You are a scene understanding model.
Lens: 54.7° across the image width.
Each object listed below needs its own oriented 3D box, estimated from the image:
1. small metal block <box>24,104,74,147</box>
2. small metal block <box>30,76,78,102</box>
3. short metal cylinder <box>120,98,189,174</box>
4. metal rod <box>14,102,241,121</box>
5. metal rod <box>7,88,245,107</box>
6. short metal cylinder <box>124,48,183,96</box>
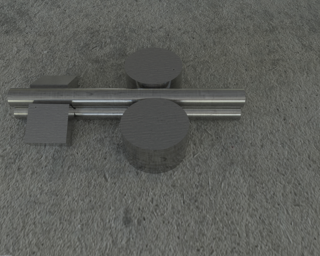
[{"bbox_3d":[-0.139,-0.003,0.393,0.050,0.025,0.050,1,77,0],"label":"small metal block"},{"bbox_3d":[-0.147,-0.056,0.438,0.050,0.025,0.050,0,23,0],"label":"small metal block"},{"bbox_3d":[-0.006,0.009,0.380,0.081,0.050,0.080,0,50,0],"label":"short metal cylinder"},{"bbox_3d":[-0.043,-0.023,0.424,0.302,0.025,0.025,0,50,0],"label":"metal rod"},{"bbox_3d":[-0.042,-0.040,0.405,0.302,0.025,0.025,0,50,0],"label":"metal rod"},{"bbox_3d":[-0.009,-0.072,0.448,0.081,0.050,0.080,0,50,0],"label":"short metal cylinder"}]
